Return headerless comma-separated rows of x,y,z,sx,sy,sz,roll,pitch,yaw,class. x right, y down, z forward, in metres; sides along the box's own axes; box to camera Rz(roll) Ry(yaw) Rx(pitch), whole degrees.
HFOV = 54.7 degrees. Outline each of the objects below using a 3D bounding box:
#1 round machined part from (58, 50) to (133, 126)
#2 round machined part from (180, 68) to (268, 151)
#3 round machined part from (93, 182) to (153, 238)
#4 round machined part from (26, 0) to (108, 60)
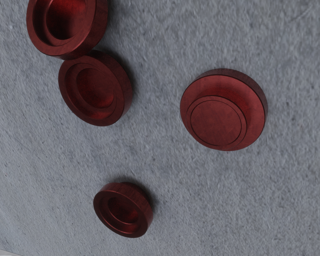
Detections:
-0.079,-0.054,0.402,0.098,0.042,0.097,13,124,20,round machined part
0.068,-0.014,0.351,0.098,0.042,0.097,13,124,20,round machined part
-0.055,0.127,0.501,0.098,0.042,0.097,13,124,20,round machined part
-0.100,-0.125,0.352,0.098,0.042,0.097,-1,88,25,round machined part
